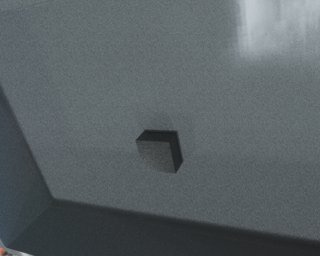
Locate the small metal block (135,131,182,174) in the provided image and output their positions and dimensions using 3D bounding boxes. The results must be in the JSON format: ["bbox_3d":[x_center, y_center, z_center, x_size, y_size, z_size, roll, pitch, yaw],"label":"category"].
[{"bbox_3d":[-0.001,0.033,0.428,0.050,0.025,0.050,2,120,27],"label":"small metal block"}]
